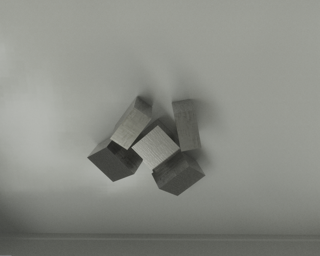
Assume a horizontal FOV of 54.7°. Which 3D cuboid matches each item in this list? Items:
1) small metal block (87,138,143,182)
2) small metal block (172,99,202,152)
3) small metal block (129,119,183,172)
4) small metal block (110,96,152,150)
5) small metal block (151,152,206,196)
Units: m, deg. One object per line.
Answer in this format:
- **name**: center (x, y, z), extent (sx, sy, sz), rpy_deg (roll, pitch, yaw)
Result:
- **small metal block**: center (-0.060, 0.041, 0.412), extent (0.050, 0.025, 0.050), rpy_deg (47, 136, -16)
- **small metal block**: center (0.033, -0.005, 0.394), extent (0.025, 0.050, 0.050), rpy_deg (-11, 110, 3)
- **small metal block**: center (-0.005, 0.025, 0.418), extent (0.050, 0.025, 0.050), rpy_deg (-40, 106, 13)
- **small metal block**: center (-0.035, -0.007, 0.392), extent (0.025, 0.050, 0.050), rpy_deg (35, 106, -12)
- **small metal block**: center (0.026, 0.063, 0.419), extent (0.050, 0.025, 0.050), rpy_deg (-39, 143, 12)
